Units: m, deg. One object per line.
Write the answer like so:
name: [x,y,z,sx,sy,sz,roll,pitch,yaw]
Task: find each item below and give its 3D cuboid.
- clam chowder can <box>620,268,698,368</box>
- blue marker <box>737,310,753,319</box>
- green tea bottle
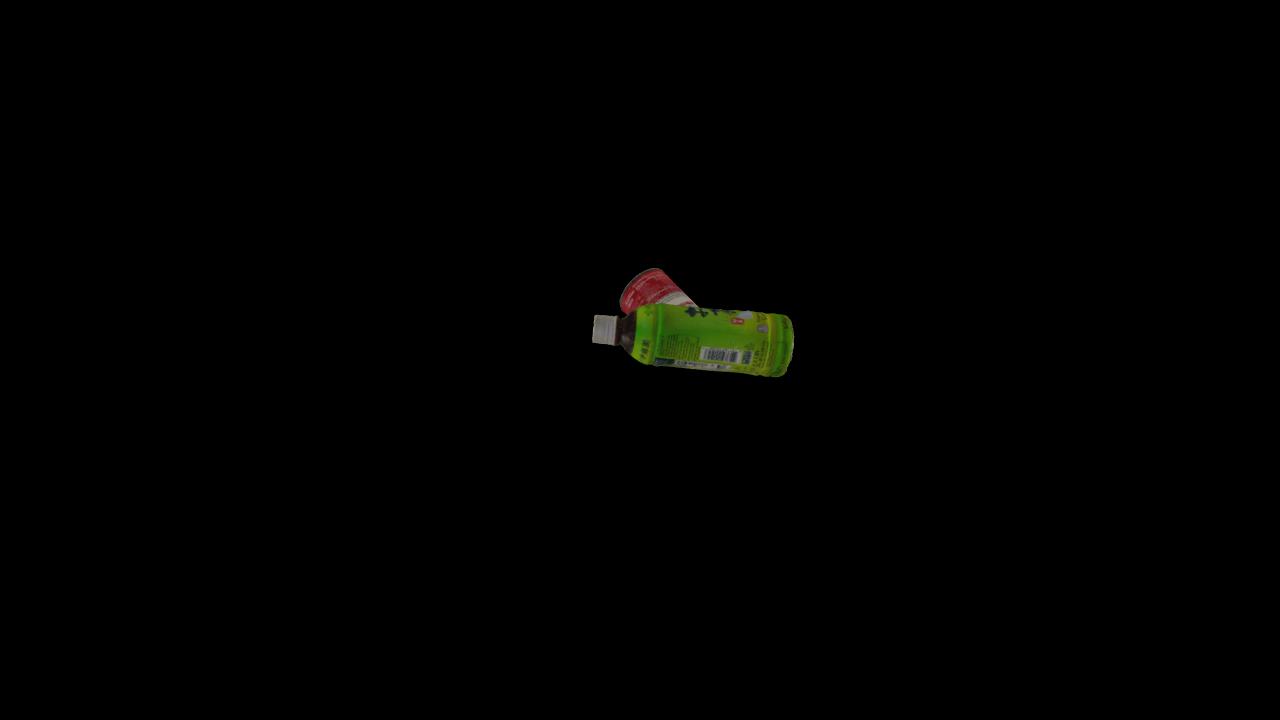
clam chowder can: [0.033,-0.048,0.703,0.068,0.068,0.102,0,41,-51]
blue marker: [0.060,-0.032,0.652,0.121,0.020,0.020,-12,1,-6]
green tea bottle: [0.055,-0.024,0.663,0.212,0.073,0.073,5,-1,-6]
